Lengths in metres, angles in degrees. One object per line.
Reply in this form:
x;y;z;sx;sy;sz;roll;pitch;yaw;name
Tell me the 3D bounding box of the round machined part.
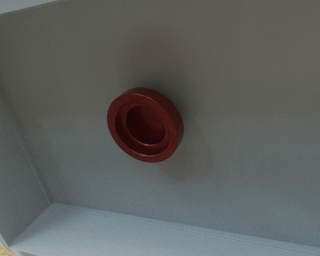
-0.015;-0.007;0.398;0.098;0.042;0.097;13;124;21;round machined part
